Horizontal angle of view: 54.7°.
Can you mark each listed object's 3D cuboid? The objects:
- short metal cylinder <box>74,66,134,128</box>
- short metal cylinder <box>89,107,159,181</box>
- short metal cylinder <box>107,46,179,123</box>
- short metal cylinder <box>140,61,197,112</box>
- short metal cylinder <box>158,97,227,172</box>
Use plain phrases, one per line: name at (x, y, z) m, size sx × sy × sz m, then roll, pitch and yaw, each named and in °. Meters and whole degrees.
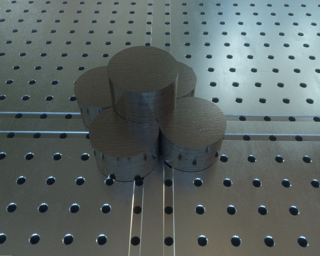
short metal cylinder at (-0.071, -0.040, 0.423) m, size 0.081 × 0.050 × 0.080 m, roll 0°, pitch 50°, yaw 0°
short metal cylinder at (-0.041, 0.017, 0.375) m, size 0.081 × 0.050 × 0.080 m, roll 0°, pitch 50°, yaw 0°
short metal cylinder at (-0.020, -0.053, 0.368) m, size 0.081 × 0.050 × 0.080 m, roll 1°, pitch 51°, yaw -1°
short metal cylinder at (0.009, -0.051, 0.433) m, size 0.081 × 0.050 × 0.080 m, roll 0°, pitch 50°, yaw 0°
short metal cylinder at (0.038, 0.007, 0.385) m, size 0.081 × 0.050 × 0.080 m, roll 0°, pitch 50°, yaw 0°
